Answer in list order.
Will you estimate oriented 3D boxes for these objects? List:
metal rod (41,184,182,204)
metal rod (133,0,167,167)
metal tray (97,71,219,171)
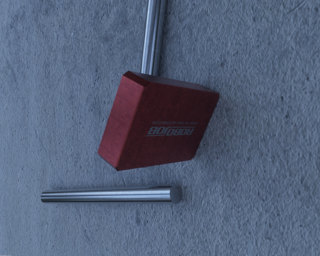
[{"bbox_3d":[-0.095,0.105,0.480,0.300,0.025,0.025,-11,83,39],"label":"metal rod"},{"bbox_3d":[-0.012,-0.096,0.412,0.025,0.025,0.298,11,97,39],"label":"metal rod"},{"bbox_3d":[0.004,-0.006,0.331,0.030,0.131,0.089,32,110,35],"label":"metal tray"}]
